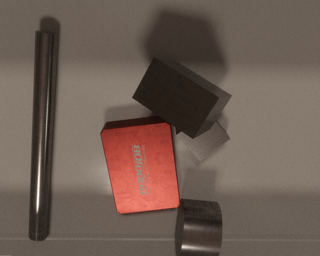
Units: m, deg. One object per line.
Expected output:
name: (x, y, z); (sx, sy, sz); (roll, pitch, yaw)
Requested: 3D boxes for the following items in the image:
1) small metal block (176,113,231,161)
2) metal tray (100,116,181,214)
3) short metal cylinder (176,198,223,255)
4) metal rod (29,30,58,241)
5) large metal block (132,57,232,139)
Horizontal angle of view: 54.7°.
small metal block: (0.057, 0.007, 0.415); (0.050, 0.025, 0.050); (-39, 106, 12)
metal tray: (-0.024, 0.052, 0.427); (0.091, 0.030, 0.129); (-7, 110, 2)
short metal cylinder: (0.052, 0.142, 0.435); (0.050, 0.080, 0.079); (6, 110, -3)
metal rod: (-0.160, 0.024, 0.417); (0.025, 0.025, 0.298); (9, 110, -4)
large metal block: (0.029, -0.036, 0.355); (0.080, 0.080, 0.050); (35, 108, 14)
